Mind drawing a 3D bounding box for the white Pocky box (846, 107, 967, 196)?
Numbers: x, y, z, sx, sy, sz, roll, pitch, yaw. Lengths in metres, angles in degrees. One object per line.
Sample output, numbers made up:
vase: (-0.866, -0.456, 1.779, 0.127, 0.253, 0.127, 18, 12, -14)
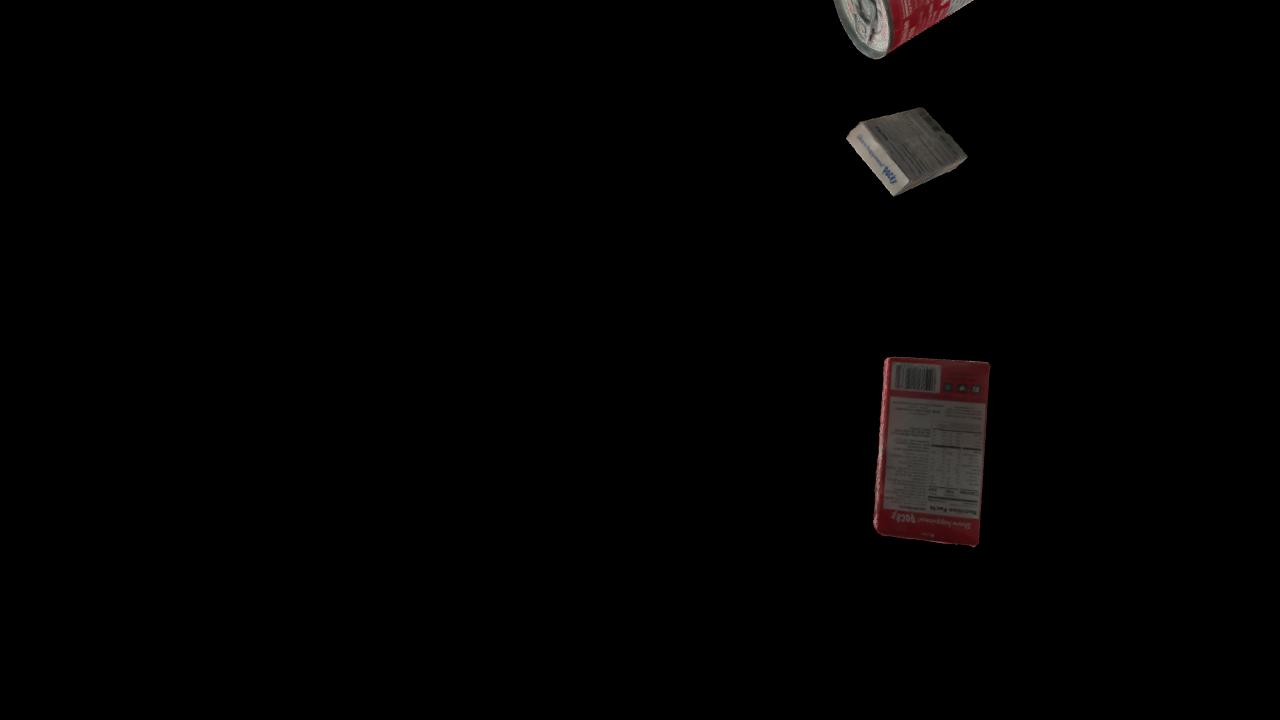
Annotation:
white Pocky box: (0.296, -0.232, 0.675, 0.154, 0.084, 0.028, -27, -13, -38)

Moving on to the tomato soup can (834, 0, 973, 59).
tomato soup can: (0.183, -0.249, 0.387, 0.101, 0.068, 0.068, -30, -4, 7)

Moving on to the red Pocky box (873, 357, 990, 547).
red Pocky box: (0.249, 0.076, 0.530, 0.083, 0.155, 0.028, 4, -1, 11)
